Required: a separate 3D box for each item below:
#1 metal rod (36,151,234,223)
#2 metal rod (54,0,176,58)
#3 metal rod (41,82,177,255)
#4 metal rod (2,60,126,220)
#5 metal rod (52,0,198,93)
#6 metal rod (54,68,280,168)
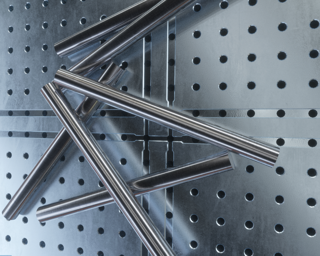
[{"bbox_3d":[-0.047,0.086,0.429,0.300,0.025,0.025,-19,84,19],"label":"metal rod"},{"bbox_3d":[-0.016,-0.162,0.418,0.300,0.025,0.025,-19,84,19],"label":"metal rod"},{"bbox_3d":[-0.069,0.060,0.409,0.025,0.025,0.300,-41,77,15],"label":"metal rod"},{"bbox_3d":[-0.150,0.025,0.466,0.025,0.025,0.299,43,103,15],"label":"metal rod"},{"bbox_3d":[-0.032,-0.128,0.410,0.300,0.025,0.025,-28,81,23],"label":"metal rod"},{"bbox_3d":[-0.001,-0.018,0.396,0.301,0.025,0.025,21,97,12],"label":"metal rod"}]
